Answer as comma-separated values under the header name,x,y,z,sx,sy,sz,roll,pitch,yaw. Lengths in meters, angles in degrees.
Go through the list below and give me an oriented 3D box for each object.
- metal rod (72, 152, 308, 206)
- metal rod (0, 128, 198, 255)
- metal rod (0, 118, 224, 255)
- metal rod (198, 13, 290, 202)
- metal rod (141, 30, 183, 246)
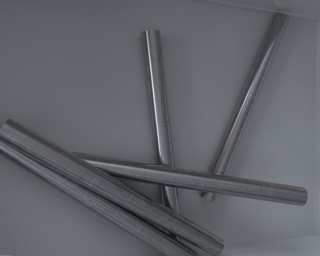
name,x,y,z,sx,sy,sz,roll,pitch,yaw
metal rod,0.041,0.066,0.391,0.302,0.025,0.025,10,87,-7
metal rod,-0.080,0.084,0.366,0.301,0.025,0.025,35,79,-11
metal rod,-0.043,0.079,0.365,0.301,0.025,0.025,34,79,-18
metal rod,0.126,-0.036,0.456,0.025,0.025,0.299,27,81,-18
metal rod,0.004,0.023,0.411,0.025,0.025,0.298,-7,93,-20
